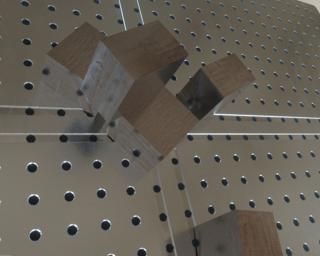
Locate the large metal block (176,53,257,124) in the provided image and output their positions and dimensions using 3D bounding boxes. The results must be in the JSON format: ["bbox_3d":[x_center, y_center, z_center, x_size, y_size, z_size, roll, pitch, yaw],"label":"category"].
[{"bbox_3d":[0.078,-0.055,0.450,0.081,0.080,0.050,-29,78,-38],"label":"large metal block"}]

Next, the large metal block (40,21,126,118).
[{"bbox_3d":[-0.088,-0.074,0.391,0.080,0.050,0.080,35,51,-5],"label":"large metal block"}]

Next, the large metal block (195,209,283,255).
[{"bbox_3d":[0.084,0.140,0.335,0.050,0.080,0.080,10,57,-23],"label":"large metal block"}]

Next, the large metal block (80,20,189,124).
[{"bbox_3d":[-0.029,-0.060,0.331,0.081,0.080,0.050,-34,81,-38],"label":"large metal block"}]

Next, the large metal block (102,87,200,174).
[{"bbox_3d":[-0.011,-0.005,0.390,0.080,0.050,0.080,45,51,2],"label":"large metal block"}]
